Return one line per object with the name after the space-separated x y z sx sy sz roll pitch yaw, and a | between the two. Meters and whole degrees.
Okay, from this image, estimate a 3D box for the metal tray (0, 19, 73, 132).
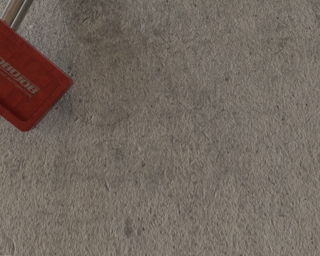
-0.190 -0.069 0.391 0.130 0.030 0.090 41 88 -11 | metal tray

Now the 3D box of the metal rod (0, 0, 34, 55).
-0.196 -0.149 0.411 0.025 0.025 0.299 29 91 10 | metal rod
